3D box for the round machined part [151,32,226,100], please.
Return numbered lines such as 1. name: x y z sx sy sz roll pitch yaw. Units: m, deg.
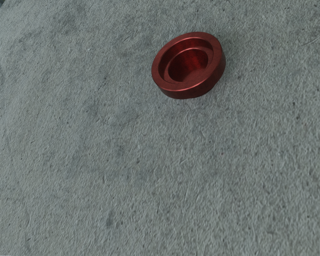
1. round machined part: 0.041 -0.079 0.421 0.098 0.042 0.098 -13 56 21
